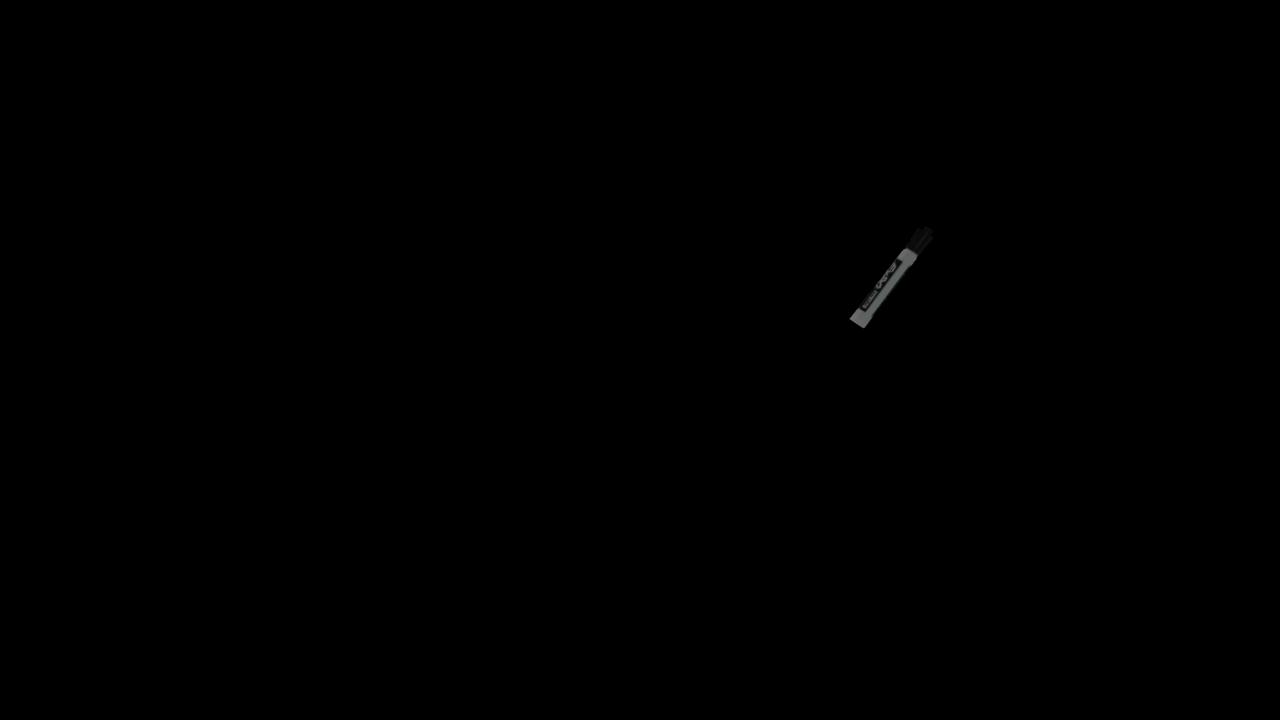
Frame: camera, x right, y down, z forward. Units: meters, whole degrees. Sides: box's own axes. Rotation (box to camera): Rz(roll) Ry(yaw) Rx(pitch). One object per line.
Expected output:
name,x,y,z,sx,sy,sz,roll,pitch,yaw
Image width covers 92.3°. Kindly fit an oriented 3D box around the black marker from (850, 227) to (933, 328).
black marker,0.269,-0.088,0.656,0.020,0.121,0.020,31,15,-10
